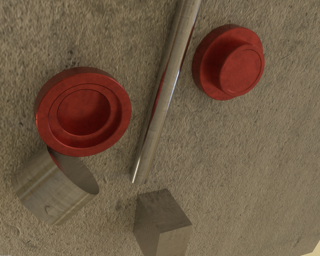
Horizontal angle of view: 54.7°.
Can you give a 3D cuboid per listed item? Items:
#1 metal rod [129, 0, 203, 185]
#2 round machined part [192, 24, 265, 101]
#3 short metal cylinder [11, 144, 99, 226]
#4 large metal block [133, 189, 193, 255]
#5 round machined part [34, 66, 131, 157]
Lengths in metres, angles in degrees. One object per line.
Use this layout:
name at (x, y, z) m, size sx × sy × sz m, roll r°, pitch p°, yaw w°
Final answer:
metal rod at (0.009, -0.058, 0.375) m, size 0.025 × 0.025 × 0.298 m, roll 3°, pitch 117°, yaw -30°
round machined part at (0.094, -0.079, 0.398) m, size 0.099 × 0.042 × 0.097 m, roll -14°, pitch 124°, yaw -21°
short metal cylinder at (-0.115, 0.060, 0.346) m, size 0.050 × 0.080 × 0.080 m, roll -42°, pitch 130°, yaw 0°
large metal block at (0.000, 0.152, 0.465) m, size 0.050 × 0.080 × 0.079 m, roll -6°, pitch 121°, yaw -26°
round machined part at (-0.085, -0.020, 0.337) m, size 0.099 × 0.042 × 0.097 m, roll -14°, pitch 124°, yaw -21°
